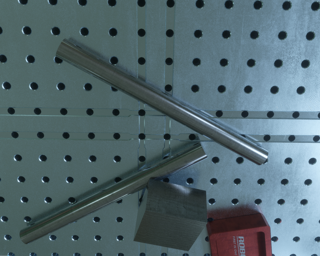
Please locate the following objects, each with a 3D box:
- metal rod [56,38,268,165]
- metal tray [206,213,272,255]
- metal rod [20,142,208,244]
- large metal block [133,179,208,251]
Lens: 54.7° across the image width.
[{"bbox_3d":[0.011,-0.028,0.403,0.301,0.025,0.025,28,108,-10],"label":"metal rod"},{"bbox_3d":[0.127,0.202,0.487,0.091,0.030,0.129,-10,110,3],"label":"metal tray"},{"bbox_3d":[-0.072,0.097,0.448,0.301,0.025,0.025,-27,108,9],"label":"metal rod"},{"bbox_3d":[0.013,0.123,0.431,0.081,0.050,0.079,13,131,-6],"label":"large metal block"}]
